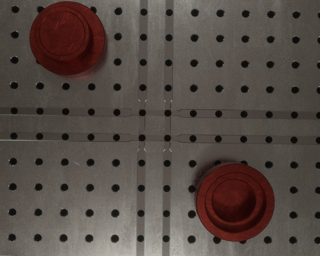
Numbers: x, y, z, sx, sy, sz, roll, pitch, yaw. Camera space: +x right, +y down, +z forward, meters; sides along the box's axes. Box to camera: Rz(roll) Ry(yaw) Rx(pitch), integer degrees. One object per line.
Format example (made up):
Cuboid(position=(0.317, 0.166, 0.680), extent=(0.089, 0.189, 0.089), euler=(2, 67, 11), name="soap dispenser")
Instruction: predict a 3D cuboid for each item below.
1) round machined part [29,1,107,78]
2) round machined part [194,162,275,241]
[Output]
Cuboid(position=(-0.121, -0.117, 0.403), extent=(0.099, 0.042, 0.097), euler=(0, 90, -1), name="round machined part")
Cuboid(position=(0.094, 0.093, 0.406), extent=(0.099, 0.042, 0.097), euler=(0, 90, -1), name="round machined part")
